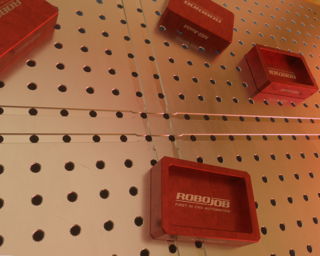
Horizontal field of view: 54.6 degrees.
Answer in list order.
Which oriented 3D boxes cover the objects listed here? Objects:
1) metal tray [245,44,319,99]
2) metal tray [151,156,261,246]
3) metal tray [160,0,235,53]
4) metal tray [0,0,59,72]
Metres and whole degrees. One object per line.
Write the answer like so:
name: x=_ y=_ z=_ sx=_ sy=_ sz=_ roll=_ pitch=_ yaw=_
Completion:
metal tray: x=0.234 y=-0.107 z=0.595 sx=0.131 sy=0.030 sz=0.090 roll=4 pitch=60 yaw=-26
metal tray: x=0.055 y=0.091 z=0.378 sx=0.131 sy=0.030 sz=0.090 roll=13 pitch=56 yaw=-21
metal tray: x=0.072 y=-0.203 z=0.566 sx=0.131 sy=0.030 sz=0.090 roll=23 pitch=53 yaw=-14
metal tray: x=-0.200 y=-0.129 z=0.376 sx=0.090 sy=0.030 sz=0.130 roll=34 pitch=51 yaw=-6
